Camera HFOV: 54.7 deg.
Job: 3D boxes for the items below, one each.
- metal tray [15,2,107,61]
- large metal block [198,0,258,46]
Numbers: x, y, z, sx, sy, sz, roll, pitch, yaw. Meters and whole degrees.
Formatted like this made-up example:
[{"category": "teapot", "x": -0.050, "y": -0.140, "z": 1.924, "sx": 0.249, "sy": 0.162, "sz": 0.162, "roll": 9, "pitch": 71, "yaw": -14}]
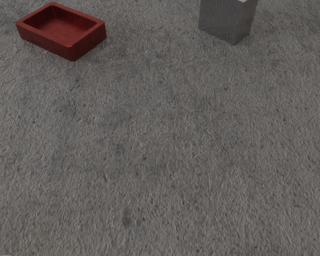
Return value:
[{"category": "metal tray", "x": -0.172, "y": -0.172, "z": 0.543, "sx": 0.130, "sy": 0.030, "sz": 0.090, "roll": 27, "pitch": 55, "yaw": 20}, {"category": "large metal block", "x": 0.117, "y": -0.204, "z": 0.540, "sx": 0.080, "sy": 0.080, "sz": 0.050, "roll": 35, "pitch": 58, "yaw": 25}]
